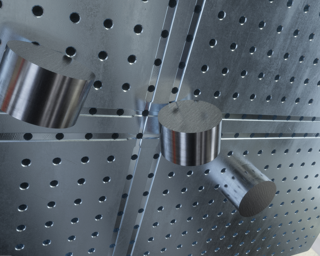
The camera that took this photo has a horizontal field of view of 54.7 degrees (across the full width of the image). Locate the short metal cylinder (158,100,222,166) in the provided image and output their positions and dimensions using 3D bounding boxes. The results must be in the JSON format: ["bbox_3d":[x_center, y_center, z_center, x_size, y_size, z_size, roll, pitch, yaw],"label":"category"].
[{"bbox_3d":[0.039,0.004,0.401,0.081,0.080,0.050,-17,125,-19],"label":"short metal cylinder"}]

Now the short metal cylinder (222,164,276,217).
[{"bbox_3d":[0.159,0.111,0.554,0.081,0.050,0.079,-14,125,-21],"label":"short metal cylinder"}]

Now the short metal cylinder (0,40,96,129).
[{"bbox_3d":[-0.108,-0.041,0.291,0.081,0.080,0.050,15,111,-35],"label":"short metal cylinder"}]
